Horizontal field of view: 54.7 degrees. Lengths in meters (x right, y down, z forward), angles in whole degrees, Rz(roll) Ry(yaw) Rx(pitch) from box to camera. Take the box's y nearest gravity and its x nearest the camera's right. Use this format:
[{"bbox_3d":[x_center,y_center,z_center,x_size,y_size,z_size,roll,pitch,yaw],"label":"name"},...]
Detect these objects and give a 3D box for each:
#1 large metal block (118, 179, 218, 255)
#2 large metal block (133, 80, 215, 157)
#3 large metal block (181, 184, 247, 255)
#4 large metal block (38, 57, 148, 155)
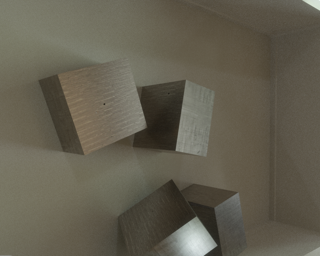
[{"bbox_3d":[0.005,0.118,0.357,0.080,0.080,0.050,-35,115,-3],"label":"large metal block"},{"bbox_3d":[0.016,-0.010,0.384,0.050,0.080,0.080,14,81,-39],"label":"large metal block"},{"bbox_3d":[0.066,0.128,0.426,0.050,0.080,0.079,-18,102,-39],"label":"large metal block"},{"bbox_3d":[-0.069,-0.025,0.332,0.081,0.050,0.080,-25,106,-37],"label":"large metal block"}]
